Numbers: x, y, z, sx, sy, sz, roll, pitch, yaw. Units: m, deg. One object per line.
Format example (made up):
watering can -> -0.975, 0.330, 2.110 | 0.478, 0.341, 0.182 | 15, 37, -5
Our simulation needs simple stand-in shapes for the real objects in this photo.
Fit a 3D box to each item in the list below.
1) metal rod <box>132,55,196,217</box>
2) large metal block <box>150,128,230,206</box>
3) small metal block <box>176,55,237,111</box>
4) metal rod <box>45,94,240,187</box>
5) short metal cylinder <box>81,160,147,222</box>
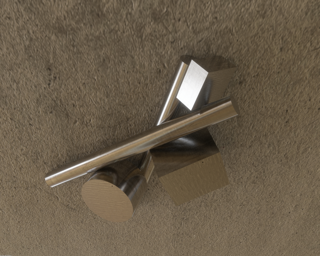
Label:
metal rod -> -0.010, 0.034, 0.436 | 0.025, 0.025, 0.298 | 13, 129, -11
large metal block -> 0.041, 0.052, 0.418 | 0.080, 0.050, 0.080 | -23, 137, 3
small metal block -> 0.052, -0.051, 0.349 | 0.050, 0.025, 0.050 | -18, 143, -40
metal rod -> -0.041, 0.026, 0.408 | 0.300, 0.025, 0.025 | -23, 127, 26
short metal cylinder -> -0.066, 0.090, 0.452 | 0.080, 0.050, 0.079 | 11, 125, 17
